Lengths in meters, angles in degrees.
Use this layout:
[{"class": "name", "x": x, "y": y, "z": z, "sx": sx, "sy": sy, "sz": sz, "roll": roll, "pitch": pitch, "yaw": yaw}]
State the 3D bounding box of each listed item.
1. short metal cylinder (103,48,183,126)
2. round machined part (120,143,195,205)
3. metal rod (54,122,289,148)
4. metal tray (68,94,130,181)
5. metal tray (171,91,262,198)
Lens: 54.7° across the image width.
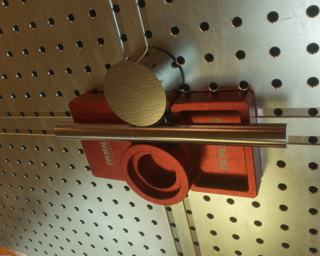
[{"class": "short metal cylinder", "x": -0.019, "y": -0.049, "z": 0.370, "sx": 0.080, "sy": 0.050, "sz": 0.079, "roll": 13, "pitch": 124, "yaw": 21}, {"class": "round machined part", "x": 0.000, "y": 0.053, "z": 0.416, "sx": 0.098, "sy": 0.042, "sz": 0.097, "roll": 13, "pitch": 124, "yaw": 21}, {"class": "metal rod", "x": -0.008, "y": 0.006, "z": 0.374, "sx": 0.300, "sy": 0.025, "sz": 0.025, "roll": 1, "pitch": 119, "yaw": 27}, {"class": "metal tray", "x": -0.071, "y": 0.015, "z": 0.448, "sx": 0.090, "sy": 0.030, "sz": 0.129, "roll": 3, "pitch": 120, "yaw": 27}, {"class": "metal tray", "x": 0.071, "y": 0.022, "z": 0.379, "sx": 0.090, "sy": 0.030, "sz": 0.129, "roll": 1, "pitch": 119, "yaw": 27}]
